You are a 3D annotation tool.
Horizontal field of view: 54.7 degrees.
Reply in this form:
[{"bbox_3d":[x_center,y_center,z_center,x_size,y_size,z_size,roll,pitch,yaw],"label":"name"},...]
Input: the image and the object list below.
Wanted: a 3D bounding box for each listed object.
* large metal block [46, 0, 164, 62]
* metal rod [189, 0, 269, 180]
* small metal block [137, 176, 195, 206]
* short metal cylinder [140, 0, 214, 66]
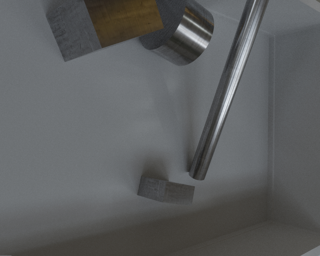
[{"bbox_3d":[-0.058,-0.111,0.324,0.081,0.080,0.050,-31,110,-36],"label":"large metal block"},{"bbox_3d":[0.092,-0.063,0.404,0.025,0.025,0.298,-3,118,-40],"label":"metal rod"},{"bbox_3d":[0.008,0.081,0.399,0.050,0.050,0.025,18,79,-39],"label":"small metal block"},{"bbox_3d":[0.020,-0.125,0.390,0.050,0.080,0.080,20,77,-39],"label":"short metal cylinder"}]
